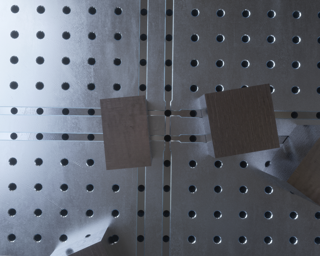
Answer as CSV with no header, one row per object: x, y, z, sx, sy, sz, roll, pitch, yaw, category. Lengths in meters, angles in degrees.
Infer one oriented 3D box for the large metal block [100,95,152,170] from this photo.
-0.039,0.005,0.385,0.050,0.080,0.079,-5,90,0,large metal block

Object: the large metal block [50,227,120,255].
-0.092,0.189,0.400,0.080,0.050,0.080,-24,90,-1,large metal block

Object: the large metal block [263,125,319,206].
0.186,0.043,0.388,0.050,0.080,0.080,37,90,-1,large metal block

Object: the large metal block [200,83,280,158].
0.100,-0.009,0.402,0.081,0.050,0.080,-9,90,-1,large metal block
